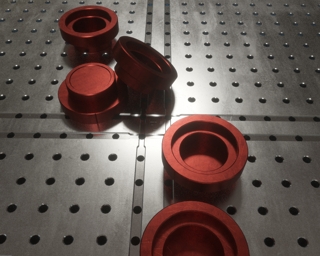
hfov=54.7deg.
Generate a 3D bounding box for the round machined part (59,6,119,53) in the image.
[{"bbox_3d":[-0.120,-0.168,0.536,0.099,0.042,0.098,0,50,0],"label":"round machined part"}]

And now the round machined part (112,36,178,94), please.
[{"bbox_3d":[-0.027,-0.086,0.448,0.098,0.042,0.098,29,28,-17],"label":"round machined part"}]

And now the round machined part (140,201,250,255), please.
[{"bbox_3d":[0.031,0.123,0.294,0.099,0.042,0.098,0,50,0],"label":"round machined part"}]

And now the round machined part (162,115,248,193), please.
[{"bbox_3d":[0.051,0.034,0.369,0.099,0.042,0.098,0,50,0],"label":"round machined part"}]

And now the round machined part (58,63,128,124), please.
[{"bbox_3d":[-0.096,-0.056,0.442,0.099,0.042,0.098,0,50,0],"label":"round machined part"}]
